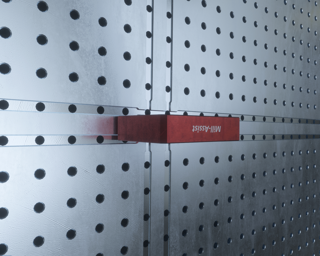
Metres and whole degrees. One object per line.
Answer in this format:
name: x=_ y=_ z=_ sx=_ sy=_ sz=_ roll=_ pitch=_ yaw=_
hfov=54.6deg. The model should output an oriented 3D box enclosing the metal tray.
metal tray: x=0.025 y=0.001 z=0.386 sx=0.131 sy=0.090 sz=0.030 roll=0 pitch=90 yaw=-40
